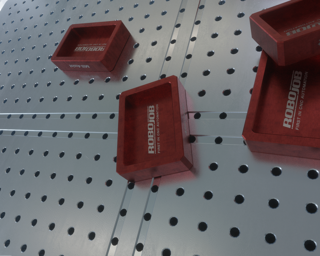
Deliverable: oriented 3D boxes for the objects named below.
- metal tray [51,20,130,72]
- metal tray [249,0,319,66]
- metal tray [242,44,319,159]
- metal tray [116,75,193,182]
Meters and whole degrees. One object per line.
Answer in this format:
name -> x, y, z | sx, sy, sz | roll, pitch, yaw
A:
metal tray -> -0.128, -0.148, 0.564 | 0.130, 0.030, 0.090 | 8, 65, 31
metal tray -> 0.182, -0.123, 0.356 | 0.130, 0.030, 0.090 | -18, 38, 5
metal tray -> 0.152, -0.034, 0.346 | 0.090, 0.030, 0.130 | 6, 64, 30
metal tray -> -0.010, -0.001, 0.411 | 0.090, 0.030, 0.130 | -15, 55, 19
